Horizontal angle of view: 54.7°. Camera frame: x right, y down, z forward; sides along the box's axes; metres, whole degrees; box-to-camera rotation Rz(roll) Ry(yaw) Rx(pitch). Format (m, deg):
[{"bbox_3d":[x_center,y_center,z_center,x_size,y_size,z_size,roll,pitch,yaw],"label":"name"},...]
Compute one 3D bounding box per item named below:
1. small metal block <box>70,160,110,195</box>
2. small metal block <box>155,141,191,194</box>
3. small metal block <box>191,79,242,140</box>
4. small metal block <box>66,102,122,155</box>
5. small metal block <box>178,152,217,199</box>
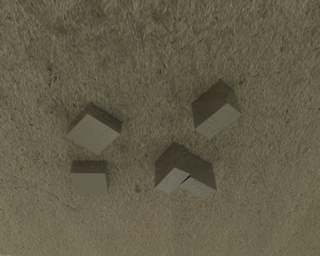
[{"bbox_3d":[-0.105,0.076,0.471,0.050,0.025,0.050,0,130,-1],"label":"small metal block"},{"bbox_3d":[0.017,0.056,0.439,0.025,0.050,0.050,26,125,-20],"label":"small metal block"},{"bbox_3d":[0.066,-0.023,0.372,0.025,0.050,0.050,33,123,-25],"label":"small metal block"},{"bbox_3d":[-0.086,0.001,0.407,0.050,0.025,0.050,35,122,-26],"label":"small metal block"},{"bbox_3d":[0.053,0.068,0.449,0.050,0.050,0.025,30,124,-24],"label":"small metal block"}]
